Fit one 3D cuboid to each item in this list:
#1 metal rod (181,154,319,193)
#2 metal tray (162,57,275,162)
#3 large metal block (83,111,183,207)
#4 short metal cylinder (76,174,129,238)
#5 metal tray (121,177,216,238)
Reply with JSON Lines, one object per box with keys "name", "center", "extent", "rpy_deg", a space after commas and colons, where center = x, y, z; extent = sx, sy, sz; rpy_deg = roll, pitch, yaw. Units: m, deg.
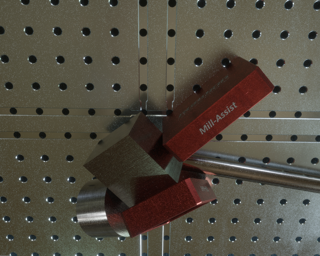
{"name": "metal rod", "center": [0.151, 0.067, 0.439], "extent": [0.302, 0.025, 0.025], "rpy_deg": [10, 110, -4]}
{"name": "metal tray", "center": [0.061, -0.026, 0.369], "extent": [0.130, 0.090, 0.030], "rpy_deg": [-40, 105, 13]}
{"name": "large metal block", "center": [-0.030, 0.040, 0.377], "extent": [0.080, 0.050, 0.080], "rpy_deg": [-33, 109, 30]}
{"name": "short metal cylinder", "center": [-0.064, 0.104, 0.415], "extent": [0.050, 0.080, 0.080], "rpy_deg": [-16, 112, 32]}
{"name": "metal tray", "center": [0.018, 0.099, 0.397], "extent": [0.090, 0.130, 0.030], "rpy_deg": [-30, 72, 10]}
